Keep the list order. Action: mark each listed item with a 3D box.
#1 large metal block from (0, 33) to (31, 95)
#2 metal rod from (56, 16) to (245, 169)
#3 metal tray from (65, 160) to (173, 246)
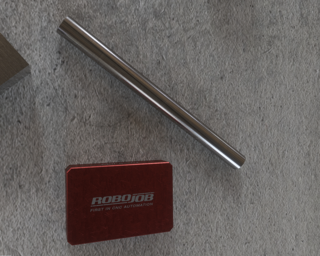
[{"bbox_3d":[-0.197,-0.069,0.323,0.080,0.050,0.080,-43,104,-15],"label":"large metal block"},{"bbox_3d":[0.000,-0.036,0.409,0.301,0.025,0.025,37,78,-17],"label":"metal rod"},{"bbox_3d":[-0.050,0.089,0.389,0.131,0.030,0.089,-1,90,-21],"label":"metal tray"}]
